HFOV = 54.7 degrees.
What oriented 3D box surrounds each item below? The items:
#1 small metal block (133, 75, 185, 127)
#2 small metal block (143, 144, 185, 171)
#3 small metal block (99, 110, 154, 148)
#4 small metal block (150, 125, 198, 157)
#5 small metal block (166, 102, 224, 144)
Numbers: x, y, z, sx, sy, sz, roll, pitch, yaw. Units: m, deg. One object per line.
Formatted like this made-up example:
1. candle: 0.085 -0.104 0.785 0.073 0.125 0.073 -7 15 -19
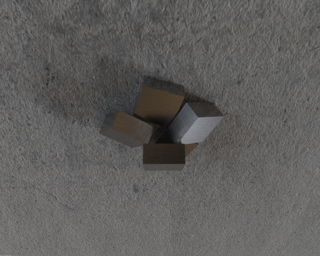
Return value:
1. small metal block: -0.003 -0.032 0.382 0.050 0.025 0.050 13 129 -12
2. small metal block: 0.005 0.038 0.393 0.050 0.025 0.050 0 163 -1
3. small metal block: -0.044 0.003 0.395 0.050 0.025 0.050 26 161 -22
4. small metal block: 0.016 0.020 0.427 0.050 0.025 0.050 26 125 -21
5. small metal block: 0.044 -0.006 0.390 0.050 0.025 0.050 -5 141 -43
